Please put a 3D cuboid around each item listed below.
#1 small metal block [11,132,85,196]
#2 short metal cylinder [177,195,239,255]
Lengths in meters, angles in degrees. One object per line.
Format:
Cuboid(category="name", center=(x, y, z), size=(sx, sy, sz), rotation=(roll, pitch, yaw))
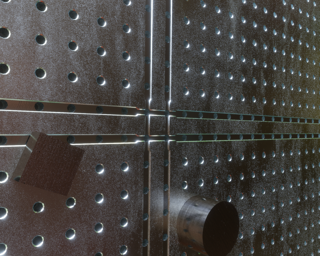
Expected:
Cuboid(category="small metal block", center=(-0.112, 0.036, 0.315), size=(0.050, 0.025, 0.050), rotation=(29, 72, -36))
Cuboid(category="short metal cylinder", center=(0.071, 0.143, 0.453), size=(0.081, 0.050, 0.079), rotation=(0, 90, -40))
